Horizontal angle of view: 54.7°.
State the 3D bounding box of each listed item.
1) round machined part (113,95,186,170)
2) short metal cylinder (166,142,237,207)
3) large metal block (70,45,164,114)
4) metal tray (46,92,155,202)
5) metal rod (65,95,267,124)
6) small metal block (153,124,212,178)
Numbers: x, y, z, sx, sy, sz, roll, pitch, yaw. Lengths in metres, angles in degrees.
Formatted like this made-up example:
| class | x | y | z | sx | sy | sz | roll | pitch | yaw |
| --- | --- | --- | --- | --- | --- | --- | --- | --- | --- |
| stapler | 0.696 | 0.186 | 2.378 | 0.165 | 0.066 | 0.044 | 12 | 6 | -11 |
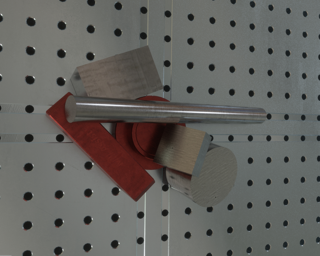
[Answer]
| class | x | y | z | sx | sy | sz | roll | pitch | yaw |
| --- | --- | --- | --- | --- | --- | --- | --- | --- | --- |
| round machined part | -0.010 | 0.006 | 0.404 | 0.099 | 0.042 | 0.097 | 0 | 90 | -21 |
| short metal cylinder | 0.055 | 0.057 | 0.408 | 0.081 | 0.050 | 0.079 | -10 | 108 | -33 |
| large metal block | -0.054 | -0.052 | 0.363 | 0.081 | 0.080 | 0.050 | -22 | 98 | -19 |
| metal tray | -0.071 | 0.021 | 0.352 | 0.030 | 0.090 | 0.130 | -46 | 105 | -14 |
| metal rod | 0.035 | -0.018 | 0.376 | 0.302 | 0.025 | 0.025 | 0 | 90 | -40 |
| small metal block | 0.027 | 0.025 | 0.364 | 0.025 | 0.050 | 0.050 | 36 | 72 | -60 |
